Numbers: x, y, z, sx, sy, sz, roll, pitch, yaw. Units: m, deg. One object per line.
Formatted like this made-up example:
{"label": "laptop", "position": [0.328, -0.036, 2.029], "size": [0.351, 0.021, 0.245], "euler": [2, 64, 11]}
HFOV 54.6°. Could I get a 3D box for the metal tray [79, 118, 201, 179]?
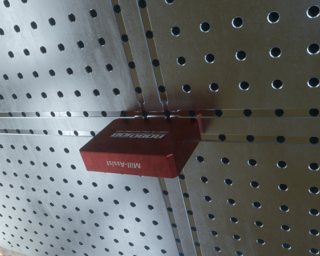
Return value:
{"label": "metal tray", "position": [-0.024, 0.021, 0.395], "size": [0.130, 0.090, 0.030], "euler": [0, 119, 28]}
